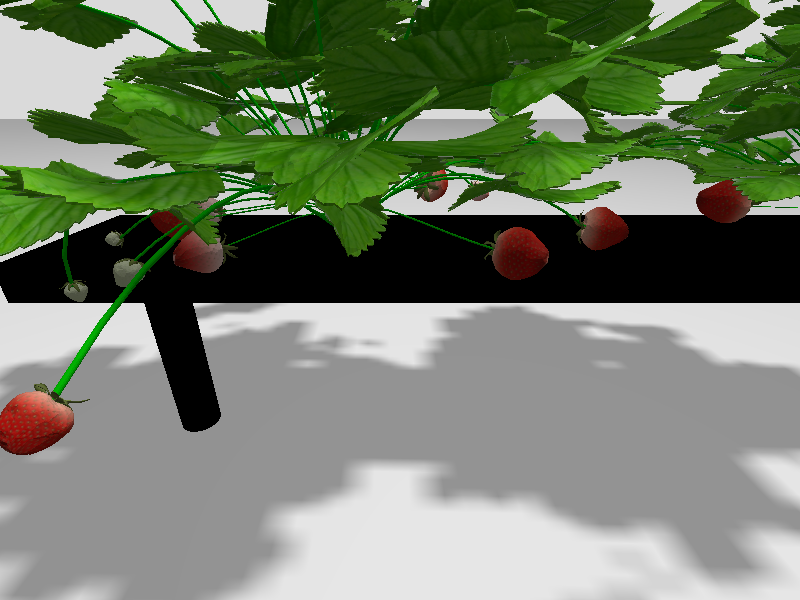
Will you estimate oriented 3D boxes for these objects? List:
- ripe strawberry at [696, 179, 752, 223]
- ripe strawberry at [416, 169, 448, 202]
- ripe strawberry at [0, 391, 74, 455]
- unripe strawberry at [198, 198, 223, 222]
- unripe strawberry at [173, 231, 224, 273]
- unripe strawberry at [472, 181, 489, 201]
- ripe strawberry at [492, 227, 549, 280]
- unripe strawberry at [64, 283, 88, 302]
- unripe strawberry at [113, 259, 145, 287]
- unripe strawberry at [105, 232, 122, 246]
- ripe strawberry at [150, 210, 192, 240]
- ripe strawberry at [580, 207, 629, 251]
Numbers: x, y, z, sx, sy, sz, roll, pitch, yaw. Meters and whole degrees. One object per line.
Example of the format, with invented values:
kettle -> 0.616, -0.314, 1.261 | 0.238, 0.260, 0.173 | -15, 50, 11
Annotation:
ripe strawberry -> 0.317, -0.097, 0.394 | 0.043, 0.043, 0.040 | 14, 29, 27
ripe strawberry -> 0.040, -0.138, 0.471 | 0.038, 0.043, 0.041 | 16, 30, 30
ripe strawberry -> -0.121, 0.041, 0.132 | 0.017, 0.019, 0.020 | 7, -40, 14
unripe strawberry -> -0.187, -0.087, 0.388 | 0.027, 0.026, 0.025 | 6, 27, 14
unripe strawberry -> -0.137, -0.032, 0.271 | 0.029, 0.031, 0.032 | 22, 34, 38
unripe strawberry -> 0.094, -0.127, 0.473 | 0.026, 0.023, 0.023 | 26, 10, 42
ripe strawberry -> 0.080, -0.030, 0.264 | 0.035, 0.035, 0.033 | 19, 32, 33
unripe strawberry -> -0.181, -0.004, 0.224 | 0.010, 0.011, 0.011 | 21, 33, 37
unripe strawberry -> -0.173, -0.016, 0.255 | 0.017, 0.018, 0.018 | 25, -4, 41
unripe strawberry -> -0.233, -0.050, 0.326 | 0.011, 0.011, 0.010 | -8, 27, -8
ripe strawberry -> -0.189, -0.070, 0.338 | 0.036, 0.037, 0.033 | -3, 26, -6
ripe strawberry -> 0.162, -0.056, 0.316 | 0.035, 0.034, 0.032 | 8, 27, 8
